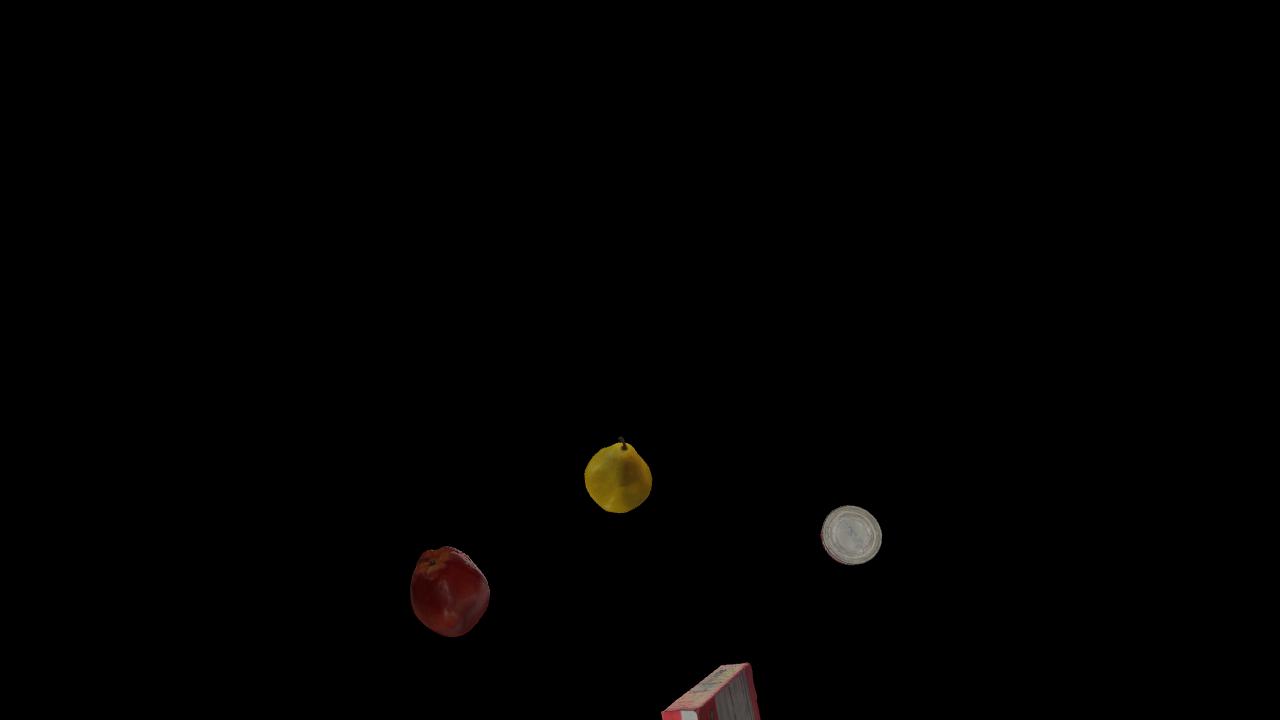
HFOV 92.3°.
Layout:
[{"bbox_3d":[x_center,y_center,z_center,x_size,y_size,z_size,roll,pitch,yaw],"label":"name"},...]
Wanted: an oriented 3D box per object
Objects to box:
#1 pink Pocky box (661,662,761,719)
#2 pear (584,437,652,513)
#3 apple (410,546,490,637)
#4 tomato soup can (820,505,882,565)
[{"bbox_3d":[0.059,0.275,0.438,0.029,0.084,0.155,-15,-19,18],"label":"pink Pocky box"},{"bbox_3d":[-0.018,0.125,0.701,0.080,0.080,0.111,0,-37,-22],"label":"pear"},{"bbox_3d":[-0.197,0.239,0.634,0.079,0.093,0.079,-7,29,4],"label":"apple"},{"bbox_3d":[0.254,0.214,0.745,0.068,0.068,0.101,0,-17,17],"label":"tomato soup can"}]
